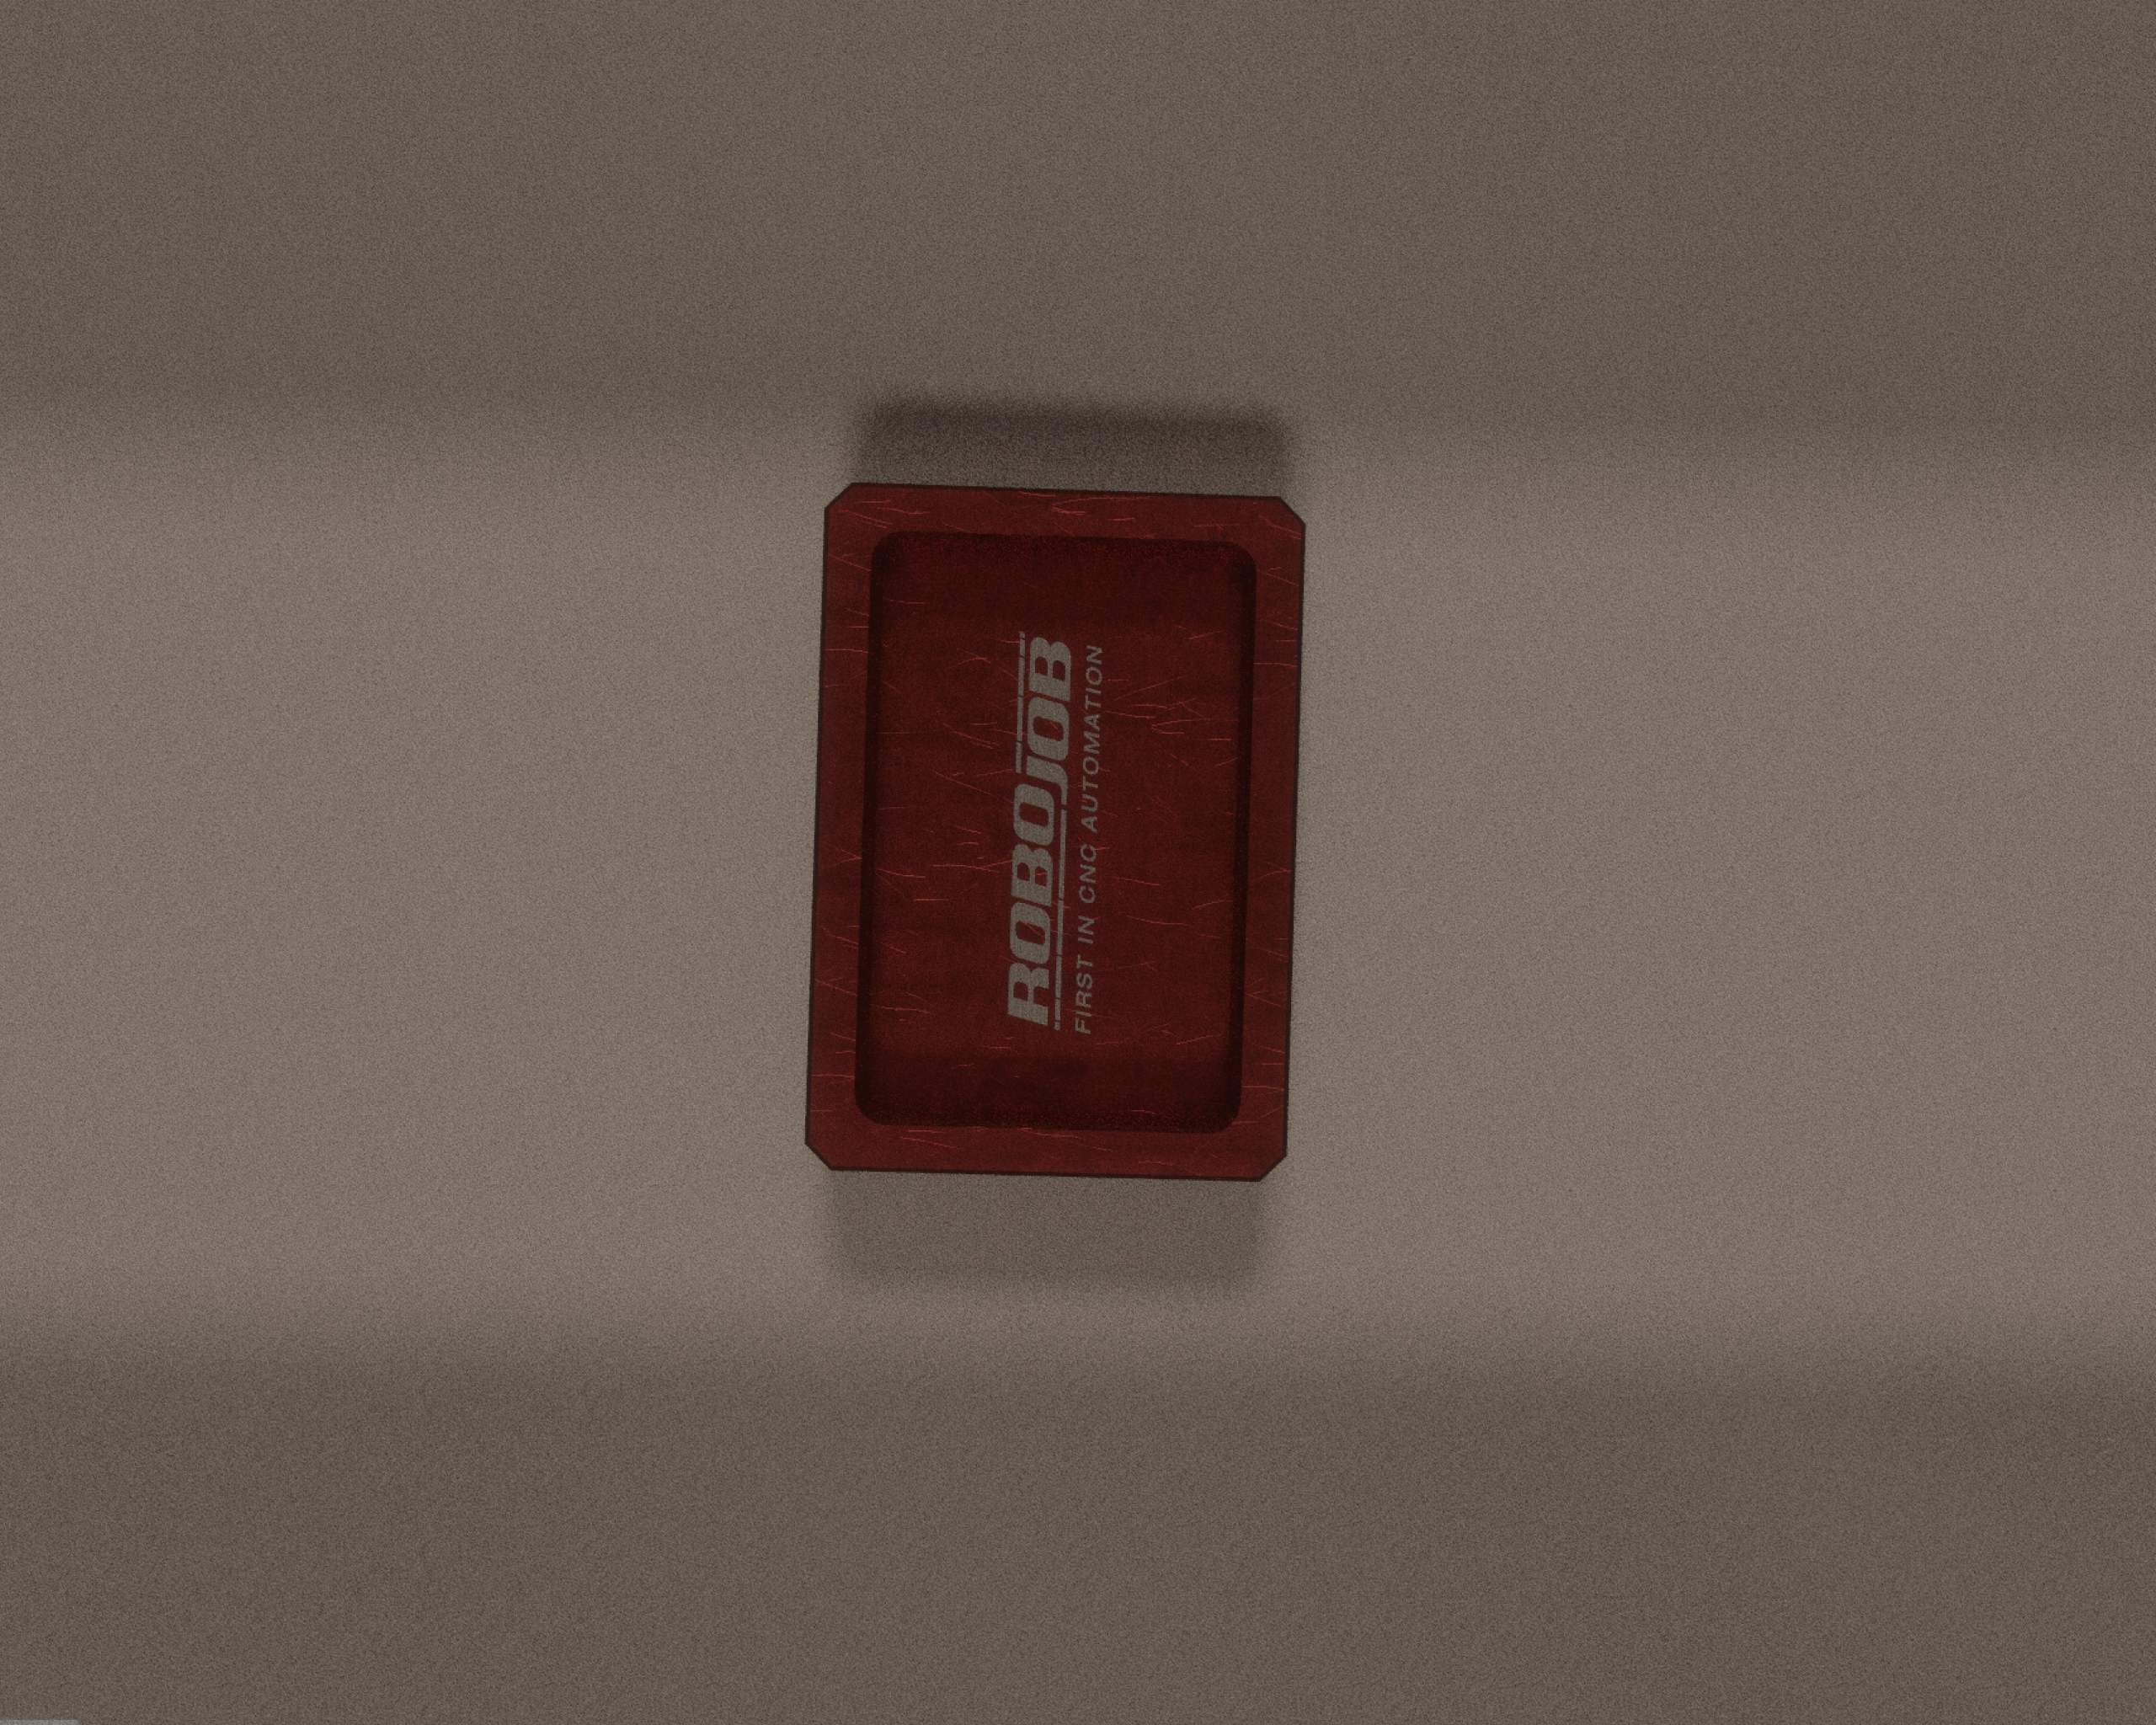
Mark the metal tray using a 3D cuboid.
[{"bbox_3d":[-0.004,-0.006,0.406,0.091,0.030,0.129,2,90,-1],"label":"metal tray"}]
